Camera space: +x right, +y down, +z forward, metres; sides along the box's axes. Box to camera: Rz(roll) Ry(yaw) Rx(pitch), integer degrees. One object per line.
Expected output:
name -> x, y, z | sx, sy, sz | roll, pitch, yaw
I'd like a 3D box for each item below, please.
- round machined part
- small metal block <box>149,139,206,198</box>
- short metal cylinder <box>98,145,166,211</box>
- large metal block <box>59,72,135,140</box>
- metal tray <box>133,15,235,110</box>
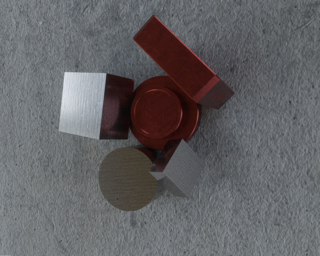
round machined part -> 0.001, -0.020, 0.401 | 0.098, 0.042, 0.097 | 0, 90, 19
small metal block -> 0.022, 0.049, 0.377 | 0.025, 0.050, 0.050 | -8, 131, 50
short metal cylinder -> -0.033, 0.063, 0.408 | 0.080, 0.050, 0.079 | 0, 90, 19
large metal block -> -0.085, -0.030, 0.412 | 0.080, 0.050, 0.079 | 9, 93, 36
metal tray -> 0.033, -0.065, 0.341 | 0.030, 0.130, 0.090 | -46, 76, 14
